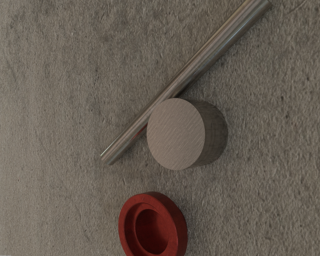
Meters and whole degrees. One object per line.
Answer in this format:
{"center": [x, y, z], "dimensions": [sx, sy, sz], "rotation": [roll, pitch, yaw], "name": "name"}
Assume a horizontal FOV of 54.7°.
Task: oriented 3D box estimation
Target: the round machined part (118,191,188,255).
{"center": [-0.005, 0.130, 0.396], "dimensions": [0.098, 0.042, 0.097], "rotation": [0, 90, 39], "name": "round machined part"}

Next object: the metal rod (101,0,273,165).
{"center": [0.014, -0.044, 0.391], "dimensions": [0.299, 0.025, 0.025], "rotation": [-44, 64, 30], "name": "metal rod"}

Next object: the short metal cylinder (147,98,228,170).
{"center": [0.031, 0.007, 0.361], "dimensions": [0.080, 0.050, 0.079], "rotation": [0, 90, 39], "name": "short metal cylinder"}
